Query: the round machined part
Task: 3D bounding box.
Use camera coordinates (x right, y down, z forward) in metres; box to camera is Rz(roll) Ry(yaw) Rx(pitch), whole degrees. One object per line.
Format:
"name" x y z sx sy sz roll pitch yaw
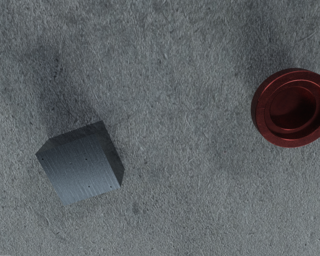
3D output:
"round machined part" 0.164 -0.028 0.392 0.099 0.042 0.097 0 110 0

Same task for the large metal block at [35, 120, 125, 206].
"large metal block" -0.102 0.046 0.412 0.080 0.050 0.080 -19 109 6
